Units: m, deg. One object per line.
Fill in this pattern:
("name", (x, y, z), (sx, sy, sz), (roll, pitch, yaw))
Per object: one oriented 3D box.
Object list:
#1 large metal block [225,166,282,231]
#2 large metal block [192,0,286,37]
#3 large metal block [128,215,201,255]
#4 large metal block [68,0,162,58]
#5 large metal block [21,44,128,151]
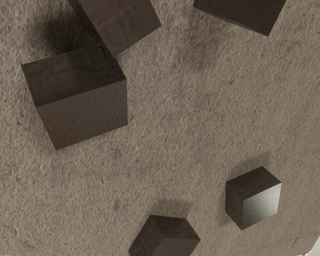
("large metal block", (0.168, 0.127, 0.564), (0.081, 0.050, 0.079), (-19, 126, -18))
("large metal block", (0.090, -0.153, 0.328), (0.050, 0.080, 0.079), (9, 114, -33))
("large metal block", (0.007, 0.197, 0.518), (0.081, 0.050, 0.080), (18, 109, -36))
("large metal block", (-0.052, -0.119, 0.270), (0.050, 0.080, 0.080), (-36, 129, -5))
("large metal block", (-0.080, -0.030, 0.310), (0.081, 0.050, 0.080), (-21, 153, -16))
